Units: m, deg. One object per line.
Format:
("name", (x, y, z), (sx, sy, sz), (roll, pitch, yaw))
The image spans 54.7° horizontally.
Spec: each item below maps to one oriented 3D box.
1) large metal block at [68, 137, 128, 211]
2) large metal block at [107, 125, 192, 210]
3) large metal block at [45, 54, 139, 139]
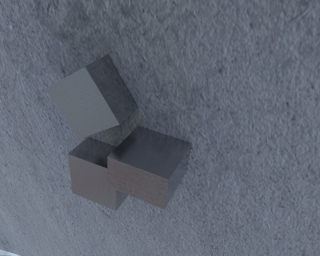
("large metal block", (-0.090, 0.070, 0.479), (0.080, 0.050, 0.079), (17, 125, 18))
("large metal block", (-0.012, 0.048, 0.406), (0.080, 0.080, 0.050), (18, 125, 17))
("large metal block", (-0.089, -0.040, 0.411), (0.080, 0.050, 0.080), (-18, 109, 34))
